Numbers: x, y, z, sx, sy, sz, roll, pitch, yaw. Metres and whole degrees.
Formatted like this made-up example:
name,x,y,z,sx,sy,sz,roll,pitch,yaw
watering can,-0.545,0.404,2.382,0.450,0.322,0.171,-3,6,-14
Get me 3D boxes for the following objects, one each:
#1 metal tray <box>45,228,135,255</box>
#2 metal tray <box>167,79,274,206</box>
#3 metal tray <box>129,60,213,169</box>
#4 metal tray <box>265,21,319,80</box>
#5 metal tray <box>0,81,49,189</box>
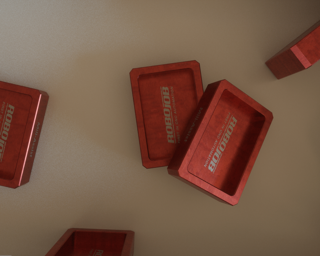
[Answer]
name,x,y,z,sx,sy,sz,roll,pitch,yaw
metal tray,-0.080,0.153,0.358,0.091,0.130,0.030,3,90,0
metal tray,0.077,0.017,0.382,0.090,0.030,0.130,31,76,-18
metal tray,0.014,-0.017,0.409,0.091,0.030,0.129,-8,90,-1
metal tray,0.203,-0.116,0.381,0.130,0.090,0.030,-38,90,0
metal tray,-0.208,0.005,0.406,0.091,0.030,0.129,13,90,-1
